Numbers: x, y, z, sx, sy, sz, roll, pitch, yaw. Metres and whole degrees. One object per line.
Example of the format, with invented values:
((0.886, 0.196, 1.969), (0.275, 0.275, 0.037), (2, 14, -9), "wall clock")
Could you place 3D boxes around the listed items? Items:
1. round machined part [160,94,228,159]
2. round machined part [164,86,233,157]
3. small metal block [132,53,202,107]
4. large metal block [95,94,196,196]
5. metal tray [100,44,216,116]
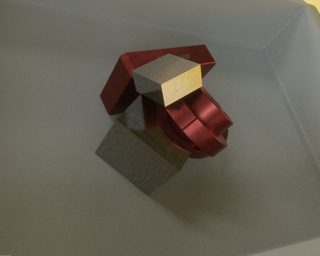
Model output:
((0.039, -0.003, 0.419), (0.099, 0.042, 0.098), (14, 56, -21), "round machined part")
((0.046, -0.018, 0.356), (0.098, 0.042, 0.098), (46, 13, -13), "round machined part")
((0.007, -0.052, 0.322), (0.050, 0.025, 0.050), (-31, 40, -25), "small metal block")
((-0.016, 0.021, 0.349), (0.080, 0.080, 0.050), (39, 51, -2), "large metal block")
((-0.002, -0.062, 0.400), (0.131, 0.090, 0.030), (-16, 71, -35), "metal tray")
